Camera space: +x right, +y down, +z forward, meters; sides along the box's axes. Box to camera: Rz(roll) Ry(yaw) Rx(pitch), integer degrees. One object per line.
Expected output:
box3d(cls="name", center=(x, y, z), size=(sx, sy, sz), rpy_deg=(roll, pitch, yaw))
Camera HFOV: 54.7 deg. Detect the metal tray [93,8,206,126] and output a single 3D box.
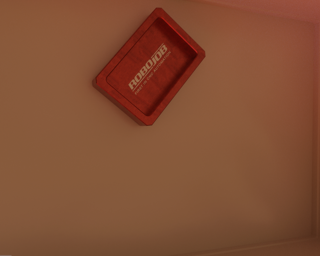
box3d(cls="metal tray", center=(-0.012, -0.078, 0.404), size=(0.090, 0.030, 0.130), rpy_deg=(41, 77, -16))
